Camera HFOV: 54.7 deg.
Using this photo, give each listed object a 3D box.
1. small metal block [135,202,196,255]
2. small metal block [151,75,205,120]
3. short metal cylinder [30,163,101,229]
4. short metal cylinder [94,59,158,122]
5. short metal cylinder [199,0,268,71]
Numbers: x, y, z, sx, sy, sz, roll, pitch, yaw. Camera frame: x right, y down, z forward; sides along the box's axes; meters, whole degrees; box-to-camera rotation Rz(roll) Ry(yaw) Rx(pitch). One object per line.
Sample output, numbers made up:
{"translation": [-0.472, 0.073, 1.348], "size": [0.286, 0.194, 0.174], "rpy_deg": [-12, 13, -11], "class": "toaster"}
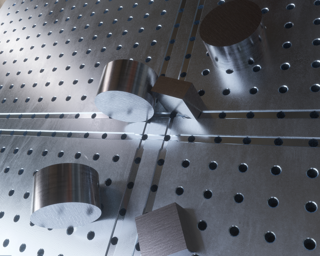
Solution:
{"translation": [0.005, 0.115, 0.335], "size": [0.050, 0.025, 0.050], "rpy_deg": [-24, 53, 13], "class": "small metal block"}
{"translation": [0.024, -0.039, 0.404], "size": [0.050, 0.050, 0.025], "rpy_deg": [20, 72, 35], "class": "small metal block"}
{"translation": [-0.115, 0.085, 0.381], "size": [0.080, 0.080, 0.050], "rpy_deg": [-23, 54, 14], "class": "short metal cylinder"}
{"translation": [-0.044, -0.049, 0.426], "size": [0.080, 0.080, 0.050], "rpy_deg": [-5, 60, 26], "class": "short metal cylinder"}
{"translation": [0.099, -0.124, 0.416], "size": [0.080, 0.050, 0.080], "rpy_deg": [-13, 56, 21], "class": "short metal cylinder"}
